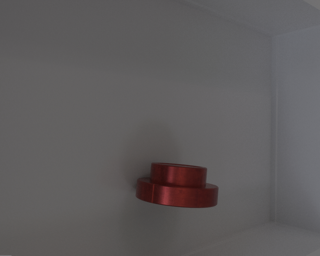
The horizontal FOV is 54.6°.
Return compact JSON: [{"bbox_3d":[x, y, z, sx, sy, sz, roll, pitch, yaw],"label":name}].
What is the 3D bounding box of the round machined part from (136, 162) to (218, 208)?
[{"bbox_3d":[0.021,0.066,0.376,0.099,0.098,0.042,9,85,-40],"label":"round machined part"}]
